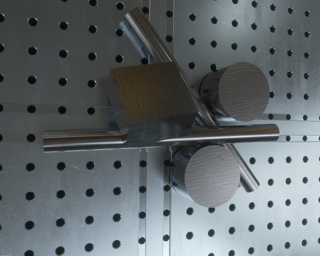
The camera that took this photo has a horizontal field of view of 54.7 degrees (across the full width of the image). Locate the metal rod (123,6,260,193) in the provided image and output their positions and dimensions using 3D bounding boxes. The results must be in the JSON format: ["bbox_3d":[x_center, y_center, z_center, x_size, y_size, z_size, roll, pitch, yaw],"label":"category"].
[{"bbox_3d":[0.050,-0.030,0.428,0.025,0.025,0.299,-40,103,-16],"label":"metal rod"}]

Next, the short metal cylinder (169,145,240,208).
[{"bbox_3d":[0.059,0.061,0.418,0.081,0.050,0.079,0,90,-20],"label":"short metal cylinder"}]

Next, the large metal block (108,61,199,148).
[{"bbox_3d":[-0.012,-0.030,0.372,0.081,0.050,0.080,-11,59,-19],"label":"large metal block"}]

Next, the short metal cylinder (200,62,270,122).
[{"bbox_3d":[0.104,-0.048,0.434,0.081,0.050,0.079,0,90,-20],"label":"short metal cylinder"}]

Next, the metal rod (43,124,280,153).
[{"bbox_3d":[0.013,0.011,0.396,0.302,0.025,0.025,-2,91,-14],"label":"metal rod"}]
